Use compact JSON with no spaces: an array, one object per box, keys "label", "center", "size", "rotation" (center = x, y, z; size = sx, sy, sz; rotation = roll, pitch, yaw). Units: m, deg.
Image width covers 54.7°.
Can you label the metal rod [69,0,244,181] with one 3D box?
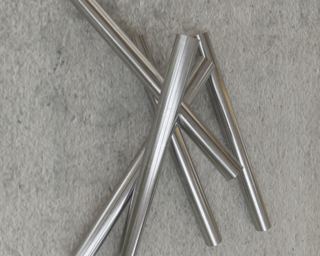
[{"label":"metal rod","center":[-0.011,-0.060,0.364],"size":[0.025,0.025,0.300],"rotation":[-40,88,-16]}]

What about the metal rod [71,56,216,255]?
[{"label":"metal rod","center":[-0.021,0.042,0.383],"size":[0.025,0.025,0.299],"rotation":[34,86,-17]}]

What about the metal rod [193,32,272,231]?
[{"label":"metal rod","center":[0.105,0.010,0.449],"size":[0.025,0.025,0.298],"rotation":[-23,98,-19]}]

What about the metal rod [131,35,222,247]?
[{"label":"metal rod","center":[0.022,0.023,0.418],"size":[0.025,0.025,0.298],"rotation":[-24,98,-19]}]

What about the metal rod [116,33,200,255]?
[{"label":"metal rod","center":[-0.010,0.045,0.356],"size":[0.025,0.025,0.298],"rotation":[10,106,-20]}]
